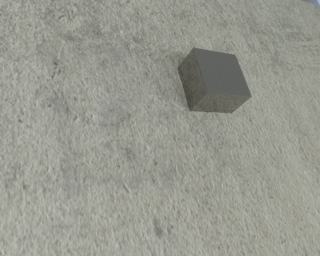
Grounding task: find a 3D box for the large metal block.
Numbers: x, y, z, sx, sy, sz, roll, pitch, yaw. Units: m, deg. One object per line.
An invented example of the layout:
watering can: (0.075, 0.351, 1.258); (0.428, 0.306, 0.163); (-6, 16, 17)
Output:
large metal block: (0.082, -0.071, 0.478); (0.081, 0.050, 0.080); (1, 61, -28)
